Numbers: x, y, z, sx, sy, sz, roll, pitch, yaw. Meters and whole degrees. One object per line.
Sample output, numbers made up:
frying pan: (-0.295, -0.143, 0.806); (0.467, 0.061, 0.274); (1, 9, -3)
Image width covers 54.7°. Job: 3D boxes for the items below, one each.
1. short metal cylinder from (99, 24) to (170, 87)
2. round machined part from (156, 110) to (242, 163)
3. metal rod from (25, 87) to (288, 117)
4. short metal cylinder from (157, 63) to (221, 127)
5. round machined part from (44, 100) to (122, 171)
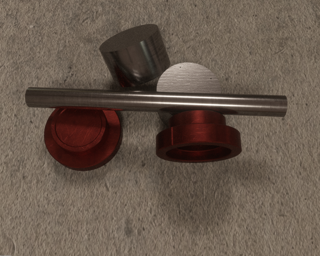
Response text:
short metal cylinder: (-0.032, -0.096, 0.409); (0.080, 0.050, 0.080); (-15, 33, 10)
round machined part: (0.044, 0.010, 0.366); (0.099, 0.098, 0.042); (0, 71, -1)
metal rod: (-0.008, -0.031, 0.367); (0.302, 0.025, 0.025); (2, 70, 4)
short metal cylinder: (0.036, -0.039, 0.410); (0.081, 0.050, 0.080); (0, 70, -1)
round machined part: (-0.100, 0.003, 0.397); (0.099, 0.042, 0.098); (0, 70, -1)
